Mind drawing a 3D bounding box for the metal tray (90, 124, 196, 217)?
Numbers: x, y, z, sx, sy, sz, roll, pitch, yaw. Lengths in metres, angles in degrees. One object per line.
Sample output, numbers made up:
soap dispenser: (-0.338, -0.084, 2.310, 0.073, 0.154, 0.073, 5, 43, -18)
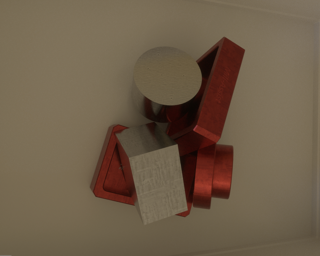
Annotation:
metal tray: (-0.013, 0.056, 0.401, 0.131, 0.030, 0.090, 18, 84, -19)

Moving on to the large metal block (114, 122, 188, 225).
large metal block: (-0.012, 0.047, 0.352, 0.050, 0.080, 0.079, -15, 111, -14)

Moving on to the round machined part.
round machined part: (0.069, 0.054, 0.393, 0.042, 0.098, 0.097, 5, 88, 10)

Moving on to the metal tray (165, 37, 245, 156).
metal tray: (0.051, -0.036, 0.378, 0.030, 0.090, 0.130, 28, 65, -15)

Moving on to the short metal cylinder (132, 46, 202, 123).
short metal cylinder: (0.006, -0.053, 0.383, 0.081, 0.050, 0.080, 3, 67, -7)
